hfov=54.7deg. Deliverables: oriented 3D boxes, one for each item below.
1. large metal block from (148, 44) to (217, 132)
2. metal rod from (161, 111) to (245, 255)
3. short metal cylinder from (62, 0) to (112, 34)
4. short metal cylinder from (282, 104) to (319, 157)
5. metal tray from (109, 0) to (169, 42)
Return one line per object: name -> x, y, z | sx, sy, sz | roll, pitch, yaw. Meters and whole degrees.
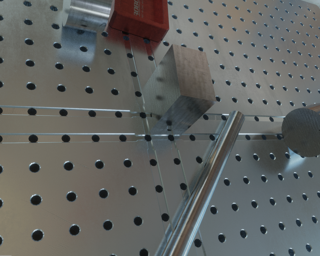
large metal block -> 0.026, -0.051, 0.418 | 0.050, 0.080, 0.080 | 8, 59, -24
metal rod -> 0.054, 0.080, 0.388 | 0.025, 0.025, 0.301 | 37, 51, -4
short metal cylinder -> -0.101, -0.175, 0.425 | 0.050, 0.080, 0.080 | 5, 60, -26
short metal cylinder -> 0.249, 0.003, 0.505 | 0.050, 0.080, 0.080 | -14, 69, -34
metal tray -> -0.034, -0.210, 0.514 | 0.091, 0.030, 0.130 | 11, 57, -22
